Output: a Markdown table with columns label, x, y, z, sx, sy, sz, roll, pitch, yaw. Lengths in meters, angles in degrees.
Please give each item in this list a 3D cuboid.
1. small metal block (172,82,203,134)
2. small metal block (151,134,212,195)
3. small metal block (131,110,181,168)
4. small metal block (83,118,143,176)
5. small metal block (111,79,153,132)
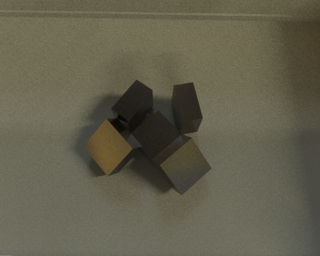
| label | x | y | z | sx | sy | sz | roll | pitch | yaw |
| --- | --- | --- | --- | --- | --- | --- | --- | --- | --- |
| small metal block | 0.034 | -0.024 | 0.403 | 0.025 | 0.050 | 0.050 | -10 | 70 | -5 |
| small metal block | 0.027 | 0.044 | 0.378 | 0.050 | 0.025 | 0.050 | -39 | 112 | -14 |
| small metal block | -0.004 | 0.014 | 0.402 | 0.050 | 0.025 | 0.050 | -40 | 75 | -14 |
| small metal block | -0.059 | 0.023 | 0.386 | 0.050 | 0.025 | 0.050 | 47 | 109 | 14 |
| small metal block | -0.034 | -0.027 | 0.403 | 0.025 | 0.050 | 0.050 | 35 | 74 | 12 |
